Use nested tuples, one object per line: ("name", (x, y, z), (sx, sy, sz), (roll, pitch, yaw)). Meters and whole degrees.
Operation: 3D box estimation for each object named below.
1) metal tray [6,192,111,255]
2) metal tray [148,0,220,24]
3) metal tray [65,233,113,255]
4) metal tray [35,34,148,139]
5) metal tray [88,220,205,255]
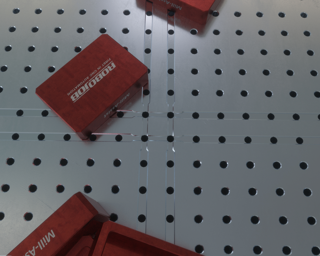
("metal tray", (-0.117, 0.129, 0.329), (0.130, 0.090, 0.030), (-43, 75, -14))
("metal tray", (0.035, -0.231, 0.494), (0.130, 0.030, 0.090), (28, 72, 9))
("metal tray", (-0.061, 0.190, 0.333), (0.130, 0.030, 0.090), (40, 74, 8))
("metal tray", (-0.091, -0.060, 0.431), (0.090, 0.030, 0.130), (42, 75, 13))
("metal tray", (-0.013, 0.160, 0.313), (0.131, 0.030, 0.090), (24, 45, -9))
